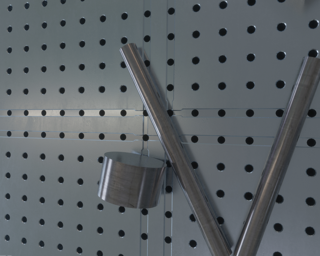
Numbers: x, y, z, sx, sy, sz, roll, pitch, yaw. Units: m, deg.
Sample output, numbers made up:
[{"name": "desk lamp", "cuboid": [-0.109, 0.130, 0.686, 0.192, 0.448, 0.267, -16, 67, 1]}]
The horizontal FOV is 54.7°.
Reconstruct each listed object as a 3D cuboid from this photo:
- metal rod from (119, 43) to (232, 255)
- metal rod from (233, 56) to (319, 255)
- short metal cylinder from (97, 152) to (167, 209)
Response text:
[{"name": "metal rod", "cuboid": [0.017, 0.024, 0.406, 0.025, 0.025, 0.299, -27, 81, 18]}, {"name": "metal rod", "cuboid": [0.131, 0.064, 0.366, 0.025, 0.025, 0.298, 19, 96, 19]}, {"name": "short metal cylinder", "cuboid": [-0.035, 0.064, 0.396, 0.080, 0.080, 0.050, 12, 94, 19]}]
